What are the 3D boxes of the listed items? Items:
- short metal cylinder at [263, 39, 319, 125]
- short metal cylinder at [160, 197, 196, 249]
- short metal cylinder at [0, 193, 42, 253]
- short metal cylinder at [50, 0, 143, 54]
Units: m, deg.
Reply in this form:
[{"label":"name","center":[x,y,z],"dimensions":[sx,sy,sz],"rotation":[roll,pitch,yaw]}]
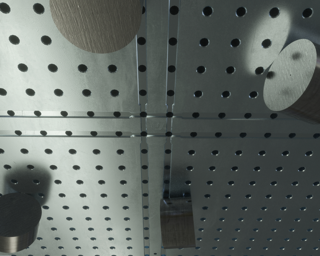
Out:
[{"label":"short metal cylinder","center":[0.159,-0.049,0.335],"dimensions":[0.050,0.080,0.079],"rotation":[17,128,-14]},{"label":"short metal cylinder","center":[0.030,0.154,0.507],"dimensions":[0.050,0.080,0.080],"rotation":[-5,130,4]},{"label":"short metal cylinder","center":[-0.237,0.153,0.503],"dimensions":[0.081,0.080,0.050],"rotation":[14,129,-12]},{"label":"short metal cylinder","center":[-0.057,-0.119,0.294],"dimensions":[0.081,0.050,0.079],"rotation":[0,130,0]}]
